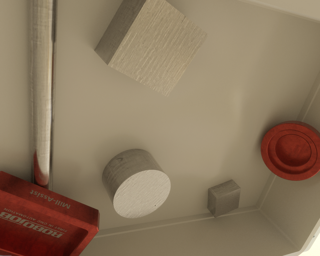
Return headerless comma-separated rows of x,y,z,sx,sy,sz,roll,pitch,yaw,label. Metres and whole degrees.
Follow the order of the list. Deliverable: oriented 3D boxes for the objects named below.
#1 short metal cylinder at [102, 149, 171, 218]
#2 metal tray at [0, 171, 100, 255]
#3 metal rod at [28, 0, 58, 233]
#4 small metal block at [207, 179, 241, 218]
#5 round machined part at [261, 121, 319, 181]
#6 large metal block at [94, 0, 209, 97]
-0.033,0.075,0.423,0.081,0.050,0.079,-14,125,-21,short metal cylinder
-0.150,0.115,0.365,0.131,0.030,0.090,30,110,-22,metal tray
-0.128,-0.002,0.338,0.025,0.025,0.298,-4,120,-27,metal rod
0.113,0.125,0.551,0.050,0.025,0.050,-17,125,-19,small metal block
0.224,0.035,0.517,0.042,0.098,0.097,-22,133,-53,round machined part
-0.010,-0.092,0.332,0.080,0.050,0.080,24,105,-37,large metal block
